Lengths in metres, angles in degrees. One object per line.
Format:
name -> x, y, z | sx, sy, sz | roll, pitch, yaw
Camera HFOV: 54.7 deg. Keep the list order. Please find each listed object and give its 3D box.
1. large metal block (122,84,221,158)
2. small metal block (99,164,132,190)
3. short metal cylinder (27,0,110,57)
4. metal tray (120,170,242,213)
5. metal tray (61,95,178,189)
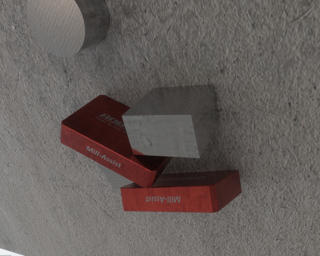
large metal block -> 0.016, -0.010, 0.356 | 0.080, 0.080, 0.050 | 1, 119, 28
small metal block -> -0.058, 0.065, 0.477 | 0.050, 0.025, 0.050 | -18, 109, 35
short metal cylinder -> -0.107, -0.130, 0.367 | 0.080, 0.050, 0.079 | 13, 124, 21
metal tray -> 0.027, 0.080, 0.397 | 0.130, 0.091, 0.030 | -9, 89, 32
metal tray -> -0.047, 0.012, 0.397 | 0.130, 0.090, 0.030 | 26, 128, 11
